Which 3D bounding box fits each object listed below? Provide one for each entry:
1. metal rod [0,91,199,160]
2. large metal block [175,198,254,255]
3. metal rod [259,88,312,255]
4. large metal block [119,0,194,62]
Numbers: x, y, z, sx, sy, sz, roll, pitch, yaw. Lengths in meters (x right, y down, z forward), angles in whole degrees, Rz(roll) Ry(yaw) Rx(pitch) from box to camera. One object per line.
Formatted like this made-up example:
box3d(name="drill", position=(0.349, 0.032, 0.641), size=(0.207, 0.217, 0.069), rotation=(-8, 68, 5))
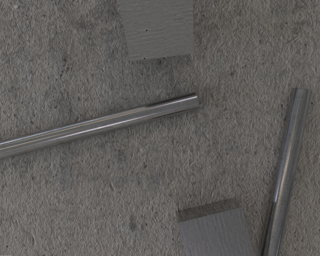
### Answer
box3d(name="metal rod", position=(-0.098, 0.001, 0.409), size=(0.302, 0.025, 0.025), rotation=(-14, 90, 0))
box3d(name="large metal block", position=(0.070, 0.143, 0.398), size=(0.080, 0.050, 0.080), rotation=(-14, 90, 0))
box3d(name="metal rod", position=(0.160, 0.096, 0.411), size=(0.025, 0.025, 0.298), rotation=(11, 90, 0))
box3d(name="large metal block", position=(-0.003, -0.133, 0.377), size=(0.080, 0.050, 0.080), rotation=(-7, 135, 0))
